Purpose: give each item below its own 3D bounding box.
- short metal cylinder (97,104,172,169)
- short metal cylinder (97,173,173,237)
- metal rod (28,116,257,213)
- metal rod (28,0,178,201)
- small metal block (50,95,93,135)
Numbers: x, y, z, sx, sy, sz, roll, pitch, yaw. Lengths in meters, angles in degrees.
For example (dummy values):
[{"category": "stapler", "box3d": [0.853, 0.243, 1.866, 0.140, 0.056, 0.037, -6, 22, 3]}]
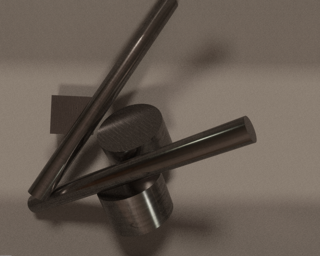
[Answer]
[{"category": "short metal cylinder", "box3d": [-0.029, 0.015, 0.377, 0.080, 0.080, 0.050, -22, 130, -1]}, {"category": "short metal cylinder", "box3d": [-0.030, 0.085, 0.378, 0.080, 0.080, 0.050, -19, 109, 0]}, {"category": "metal rod", "box3d": [-0.043, 0.051, 0.339, 0.300, 0.025, 0.025, -22, 91, 29]}, {"category": "metal rod", "box3d": [-0.066, -0.044, 0.391, 0.025, 0.025, 0.300, 33, 82, -1]}, {"category": "small metal block", "box3d": [-0.115, -0.016, 0.410, 0.050, 0.025, 0.050, 3, 90, -1]}]
